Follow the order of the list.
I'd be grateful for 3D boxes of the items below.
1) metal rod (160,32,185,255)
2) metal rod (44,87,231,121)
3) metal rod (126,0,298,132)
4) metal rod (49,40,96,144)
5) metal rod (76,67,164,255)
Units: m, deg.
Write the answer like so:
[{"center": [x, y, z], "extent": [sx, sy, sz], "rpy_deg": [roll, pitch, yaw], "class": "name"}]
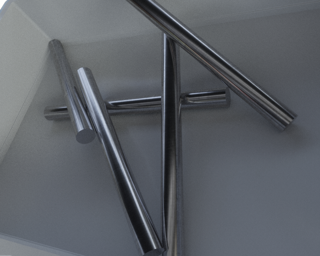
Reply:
[{"center": [0.014, 0.007, 0.370], "extent": [0.025, 0.025, 0.299], "rpy_deg": [-10, 65, 23], "class": "metal rod"}, {"center": [-0.050, -0.032, 0.451], "extent": [0.300, 0.025, 0.025], "rpy_deg": [-3, 60, 26], "class": "metal rod"}, {"center": [0.042, -0.104, 0.388], "extent": [0.025, 0.025, 0.300], "rpy_deg": [-44, 70, -2], "class": "metal rod"}, {"center": [-0.152, -0.077, 0.508], "extent": [0.025, 0.025, 0.300], "rpy_deg": [-37, 44, 4], "class": "metal rod"}, {"center": [-0.063, 0.019, 0.395], "extent": [0.025, 0.025, 0.300], "rpy_deg": [-33, 52, 6], "class": "metal rod"}]
